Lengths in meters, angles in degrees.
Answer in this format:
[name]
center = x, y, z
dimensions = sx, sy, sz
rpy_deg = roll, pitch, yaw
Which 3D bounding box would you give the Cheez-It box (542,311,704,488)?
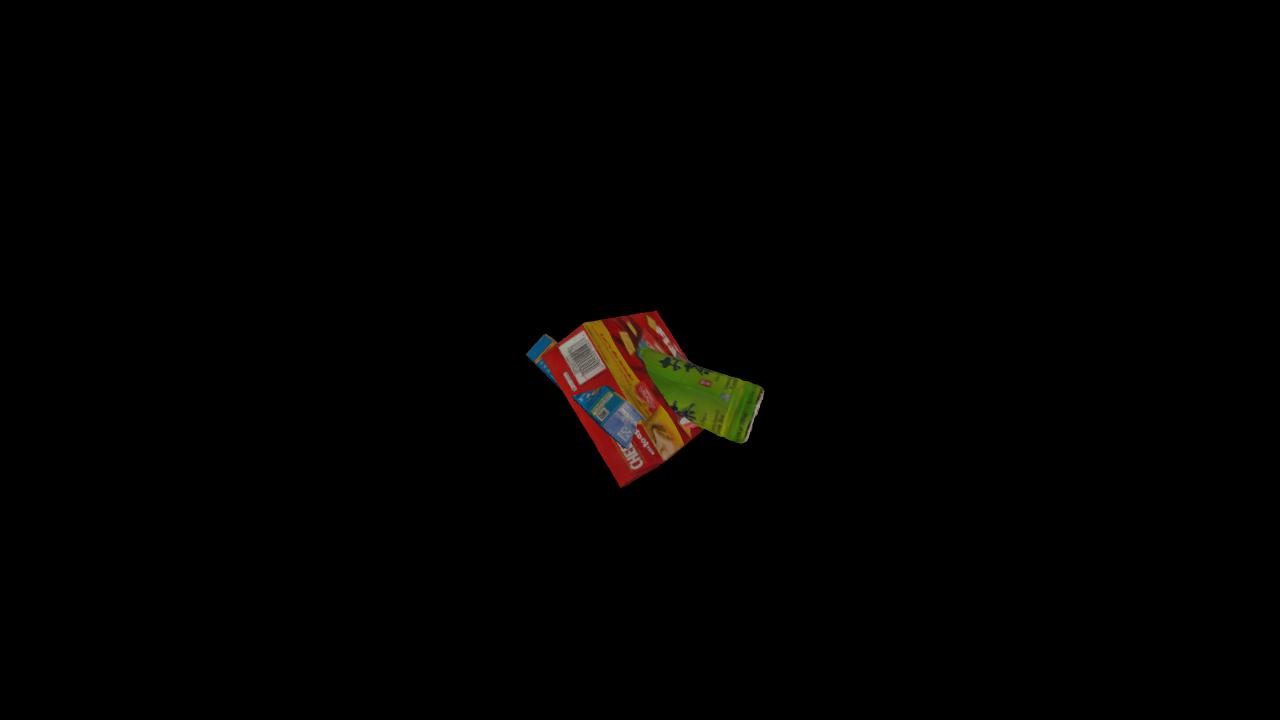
[Cheez-It box]
center = 0.001, 0.031, 0.723
dimensions = 0.071, 0.166, 0.223
rpy_deg = -34, -5, 23

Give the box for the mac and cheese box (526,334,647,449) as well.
[mac and cheese box]
center = -0.051, 0.040, 0.684
dimensions = 0.184, 0.041, 0.093
rpy_deg = 36, -7, 48

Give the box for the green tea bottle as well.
[green tea bottle]
center = 0.031, 0.030, 0.701
dimensions = 0.212, 0.073, 0.073
rpy_deg = 18, 4, 14

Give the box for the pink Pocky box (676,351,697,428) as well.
[pink Pocky box]
center = 0.032, 0.026, 0.746
dimensions = 0.084, 0.029, 0.155
rpy_deg = -17, 39, -32
